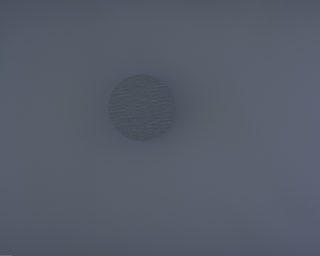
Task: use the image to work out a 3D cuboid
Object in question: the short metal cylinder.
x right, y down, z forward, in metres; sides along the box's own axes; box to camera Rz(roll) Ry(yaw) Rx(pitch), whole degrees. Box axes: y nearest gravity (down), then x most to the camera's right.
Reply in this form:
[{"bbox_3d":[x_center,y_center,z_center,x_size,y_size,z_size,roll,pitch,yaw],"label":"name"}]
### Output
[{"bbox_3d":[-0.022,-0.025,0.397,0.080,0.050,0.080,0,90,0],"label":"short metal cylinder"}]
